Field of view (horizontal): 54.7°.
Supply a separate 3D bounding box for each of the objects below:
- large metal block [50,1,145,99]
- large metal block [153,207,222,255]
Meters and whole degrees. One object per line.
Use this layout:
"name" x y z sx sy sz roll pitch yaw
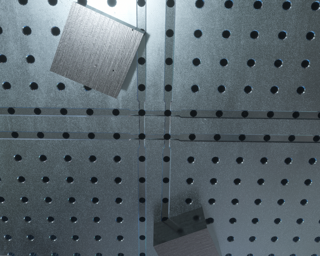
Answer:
"large metal block" -0.071 -0.092 0.365 0.080 0.050 0.079 23 108 -9
"large metal block" 0.043 0.177 0.466 0.080 0.050 0.080 -21 109 7
